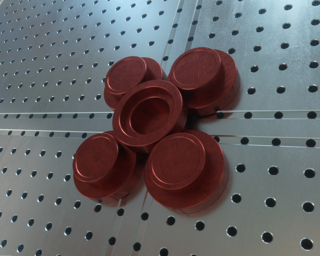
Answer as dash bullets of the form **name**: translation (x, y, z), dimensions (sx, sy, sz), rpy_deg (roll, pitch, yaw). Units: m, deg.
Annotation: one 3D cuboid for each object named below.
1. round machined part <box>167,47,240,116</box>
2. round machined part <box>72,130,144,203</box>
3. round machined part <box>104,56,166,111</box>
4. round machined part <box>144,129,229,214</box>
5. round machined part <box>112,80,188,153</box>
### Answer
- **round machined part**: translation (0.052, -0.068, 0.410), dimensions (0.098, 0.042, 0.098), rpy_deg (-13, 56, 20)
- **round machined part**: translation (-0.074, 0.046, 0.407), dimensions (0.098, 0.042, 0.098), rpy_deg (-13, 56, 20)
- **round machined part**: translation (-0.042, -0.067, 0.458), dimensions (0.098, 0.042, 0.098), rpy_deg (-13, 56, 20)
- **round machined part**: translation (0.025, 0.044, 0.355), dimensions (0.098, 0.042, 0.098), rpy_deg (-13, 56, 20)
- **round machined part**: translation (-0.009, -0.012, 0.406), dimensions (0.098, 0.042, 0.098), rpy_deg (-13, 56, 20)
